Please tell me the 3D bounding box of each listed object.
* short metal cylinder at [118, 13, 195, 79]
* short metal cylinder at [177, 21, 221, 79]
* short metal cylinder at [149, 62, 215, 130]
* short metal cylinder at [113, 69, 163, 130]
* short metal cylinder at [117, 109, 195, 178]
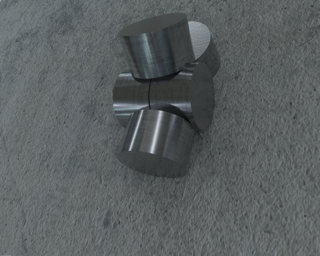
[{"bbox_3d":[-0.003,-0.098,0.365,0.080,0.050,0.080,-12,29,7],"label":"short metal cylinder"},{"bbox_3d":[0.039,-0.100,0.430,0.080,0.050,0.080,-13,56,20],"label":"short metal cylinder"},{"bbox_3d":[0.029,-0.037,0.376,0.050,0.080,0.080,0,62,29],"label":"short metal cylinder"},{"bbox_3d":[-0.016,-0.037,0.401,0.050,0.080,0.080,1,62,28],"label":"short metal cylinder"},{"bbox_3d":[-0.004,0.020,0.359,0.080,0.080,0.050,0,62,28],"label":"short metal cylinder"}]
